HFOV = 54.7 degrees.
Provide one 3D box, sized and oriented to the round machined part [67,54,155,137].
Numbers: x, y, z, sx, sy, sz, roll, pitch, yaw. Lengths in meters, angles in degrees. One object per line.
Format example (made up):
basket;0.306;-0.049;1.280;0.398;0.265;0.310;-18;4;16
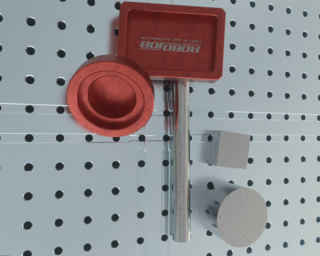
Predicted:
round machined part;-0.055;-0.041;0.367;0.099;0.042;0.097;0;123;1

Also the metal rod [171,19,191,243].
metal rod;0.028;0.004;0.424;0.025;0.025;0.298;-1;90;-20

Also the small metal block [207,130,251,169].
small metal block;0.101;0.032;0.452;0.050;0.025;0.050;9;87;-20

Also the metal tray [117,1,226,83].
metal tray;0.014;-0.107;0.394;0.131;0.030;0.089;3;90;-3

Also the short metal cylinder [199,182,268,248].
short metal cylinder;0.103;0.120;0.439;0.081;0.050;0.079;0;90;-21
